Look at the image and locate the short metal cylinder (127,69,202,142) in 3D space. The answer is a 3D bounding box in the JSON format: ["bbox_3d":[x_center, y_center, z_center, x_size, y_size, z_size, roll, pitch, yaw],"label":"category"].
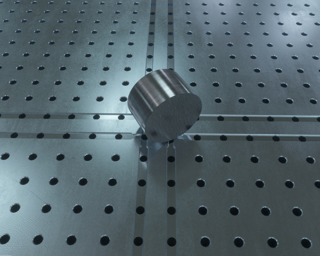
[{"bbox_3d":[0.006,-0.028,0.394,0.081,0.080,0.050,-22,53,-18],"label":"short metal cylinder"}]
